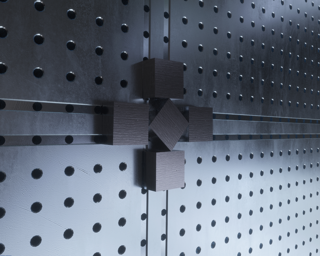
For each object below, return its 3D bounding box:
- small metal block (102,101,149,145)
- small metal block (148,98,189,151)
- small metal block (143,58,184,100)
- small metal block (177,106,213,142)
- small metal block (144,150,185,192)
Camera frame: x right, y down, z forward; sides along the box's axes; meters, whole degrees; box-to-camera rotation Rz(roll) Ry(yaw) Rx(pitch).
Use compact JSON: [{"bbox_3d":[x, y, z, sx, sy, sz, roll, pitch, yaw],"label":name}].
[{"bbox_3d":[-0.041,-0.005,0.376,0.050,0.025,0.050,2,89,-40],"label":"small metal block"},{"bbox_3d":[0.005,-0.004,0.415,0.050,0.025,0.050,50,61,-29],"label":"small metal block"},{"bbox_3d":[0.005,-0.064,0.415,0.050,0.025,0.050,-1,91,-40],"label":"small metal block"},{"bbox_3d":[0.051,-0.005,0.454,0.050,0.025,0.050,0,90,-40],"label":"small metal block"},{"bbox_3d":[0.006,0.056,0.416,0.050,0.025,0.050,0,90,-40],"label":"small metal block"}]
